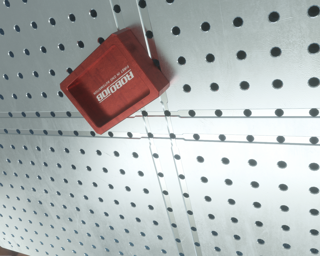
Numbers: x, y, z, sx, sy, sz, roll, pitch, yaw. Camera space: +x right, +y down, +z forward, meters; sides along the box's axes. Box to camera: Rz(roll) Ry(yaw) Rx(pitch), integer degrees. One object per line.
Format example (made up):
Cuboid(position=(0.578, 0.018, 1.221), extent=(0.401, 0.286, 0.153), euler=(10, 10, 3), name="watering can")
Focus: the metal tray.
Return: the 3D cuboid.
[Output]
Cuboid(position=(-0.063, -0.055, 0.407), extent=(0.130, 0.030, 0.090), euler=(-30, 102, 38), name="metal tray")
